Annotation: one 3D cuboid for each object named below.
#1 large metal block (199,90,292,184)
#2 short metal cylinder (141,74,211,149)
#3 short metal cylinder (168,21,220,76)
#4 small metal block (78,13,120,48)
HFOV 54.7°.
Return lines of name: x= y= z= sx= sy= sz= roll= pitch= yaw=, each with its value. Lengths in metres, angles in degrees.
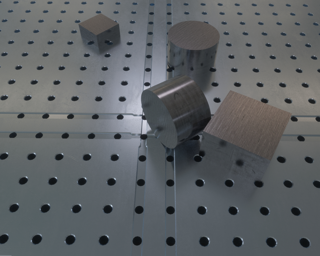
large metal block: x=0.105 y=0.009 z=0.385 sx=0.080 sy=0.050 sz=0.080 roll=25 pitch=54 yaw=19
short metal cylinder: x=0.019 y=-0.021 z=0.390 sx=0.050 sy=0.080 sz=0.080 roll=-27 pitch=55 yaw=-21
short metal cylinder: x=0.053 y=-0.129 z=0.501 sx=0.081 sy=0.050 sz=0.080 roll=0 pitch=50 yaw=0
small metal block: x=-0.108 y=-0.175 z=0.554 sx=0.050 sy=0.025 sz=0.050 roll=37 pitch=59 yaw=26
